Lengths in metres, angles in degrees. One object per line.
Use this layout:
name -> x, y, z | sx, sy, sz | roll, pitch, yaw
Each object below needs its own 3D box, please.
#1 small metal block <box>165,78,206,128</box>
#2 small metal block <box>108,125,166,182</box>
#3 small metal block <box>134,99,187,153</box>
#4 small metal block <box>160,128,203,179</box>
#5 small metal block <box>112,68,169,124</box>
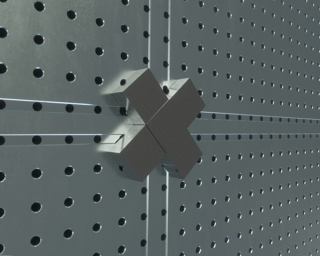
small metal block -> 0.031, -0.035, 0.437 | 0.050, 0.025, 0.050 | -49, 119, -29
small metal block -> -0.027, 0.031, 0.388 | 0.050, 0.025, 0.050 | -49, 119, -29
small metal block -> 0.002, -0.002, 0.412 | 0.050, 0.025, 0.050 | -49, 119, -29
small metal block -> 0.027, 0.035, 0.434 | 0.050, 0.025, 0.050 | -49, 119, -29
small metal block -> -0.024, -0.040, 0.391 | 0.050, 0.025, 0.050 | -49, 119, -29
